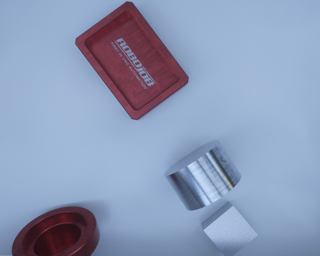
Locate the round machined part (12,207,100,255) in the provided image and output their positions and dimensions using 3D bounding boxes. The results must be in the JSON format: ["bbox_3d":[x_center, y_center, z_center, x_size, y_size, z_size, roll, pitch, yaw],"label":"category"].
[{"bbox_3d":[-0.122,0.144,0.378,0.099,0.098,0.042,-9,113,-1],"label":"round machined part"}]

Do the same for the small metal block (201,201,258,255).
[{"bbox_3d":[0.091,0.135,0.413,0.050,0.025,0.050,-40,91,0],"label":"small metal block"}]

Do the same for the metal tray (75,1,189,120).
[{"bbox_3d":[-0.036,-0.086,0.408,0.090,0.030,0.130,-37,90,-1],"label":"metal tray"}]

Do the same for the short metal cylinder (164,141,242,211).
[{"bbox_3d":[0.052,0.058,0.385,0.080,0.080,0.050,-33,91,0],"label":"short metal cylinder"}]
